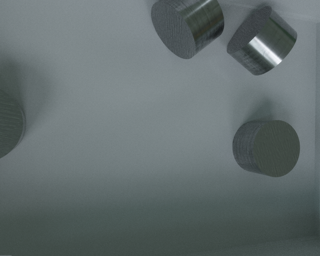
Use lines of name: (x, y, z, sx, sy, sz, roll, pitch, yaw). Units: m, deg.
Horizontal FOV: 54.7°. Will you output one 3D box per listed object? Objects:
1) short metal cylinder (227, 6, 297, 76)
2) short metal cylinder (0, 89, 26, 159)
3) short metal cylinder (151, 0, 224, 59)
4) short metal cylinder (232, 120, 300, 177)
short metal cylinder: (0.140, -0.121, 0.433, 0.050, 0.080, 0.080, 36, 79, -17)
short metal cylinder: (-0.187, -0.004, 0.328, 0.081, 0.050, 0.080, 0, 90, -20)
short metal cylinder: (0.034, -0.135, 0.393, 0.050, 0.080, 0.080, -40, 103, -15)
short metal cylinder: (0.155, 0.029, 0.454, 0.081, 0.050, 0.080, 0, 90, -20)
